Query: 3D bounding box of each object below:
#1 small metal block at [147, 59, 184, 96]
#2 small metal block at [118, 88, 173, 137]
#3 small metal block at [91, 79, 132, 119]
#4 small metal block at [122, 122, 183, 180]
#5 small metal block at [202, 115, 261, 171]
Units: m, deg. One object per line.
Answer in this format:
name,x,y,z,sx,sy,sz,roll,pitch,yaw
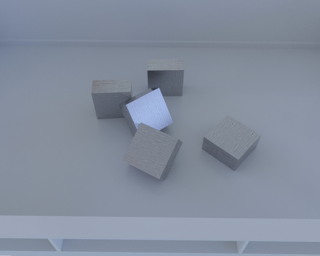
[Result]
small metal block,0.008,-0.073,0.450,0.050,0.050,0.025,-1,50,-1
small metal block,-0.018,-0.019,0.401,0.050,0.050,0.025,-31,19,-23
small metal block,-0.063,-0.039,0.421,0.050,0.050,0.025,-3,50,-2
small metal block,-0.008,0.028,0.367,0.050,0.025,0.050,24,85,18
small metal block,0.089,0.018,0.391,0.050,0.025,0.050,35,58,26
